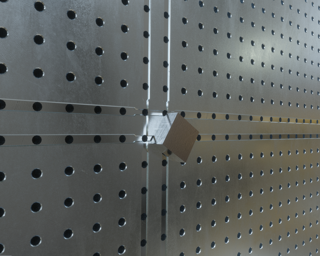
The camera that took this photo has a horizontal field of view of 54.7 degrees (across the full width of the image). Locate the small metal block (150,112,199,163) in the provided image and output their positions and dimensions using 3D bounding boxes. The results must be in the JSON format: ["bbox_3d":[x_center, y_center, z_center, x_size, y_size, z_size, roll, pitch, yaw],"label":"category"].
[{"bbox_3d":[0.022,0.013,0.430,0.050,0.025,0.050,40,65,-33],"label":"small metal block"}]
